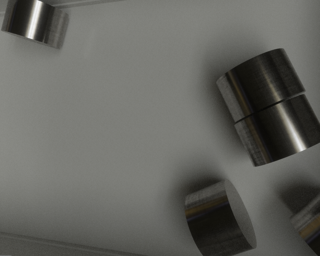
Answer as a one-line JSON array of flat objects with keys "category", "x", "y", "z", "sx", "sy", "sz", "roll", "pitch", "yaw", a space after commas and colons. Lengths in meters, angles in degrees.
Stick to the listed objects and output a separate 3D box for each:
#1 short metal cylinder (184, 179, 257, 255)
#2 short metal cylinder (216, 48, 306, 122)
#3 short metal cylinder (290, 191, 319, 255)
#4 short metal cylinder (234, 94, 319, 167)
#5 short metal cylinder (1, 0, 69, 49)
[{"category": "short metal cylinder", "x": 0.070, "y": 0.105, "z": 0.356, "sx": 0.050, "sy": 0.080, "sz": 0.080, "roll": -27, "pitch": 82, "yaw": 18}, {"category": "short metal cylinder", "x": 0.110, "y": -0.045, "z": 0.342, "sx": 0.080, "sy": 0.080, "sz": 0.050, "roll": -26, "pitch": 82, "yaw": 18}, {"category": "short metal cylinder", "x": 0.183, "y": 0.107, "z": 0.317, "sx": 0.080, "sy": 0.080, "sz": 0.050, "roll": 46, "pitch": 104, "yaw": 14}, {"category": "short metal cylinder", "x": 0.128, "y": 0.003, "z": 0.336, "sx": 0.080, "sy": 0.080, "sz": 0.050, "roll": -26, "pitch": 82, "yaw": 18}, {"category": "short metal cylinder", "x": -0.177, "y": -0.150, "z": 0.442, "sx": 0.080, "sy": 0.080, "sz": 0.050, "roll": 19, "pitch": 96, "yaw": 18}]
